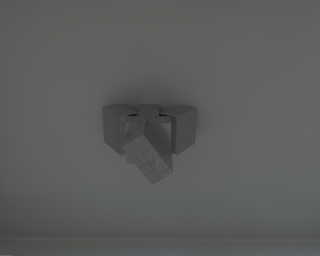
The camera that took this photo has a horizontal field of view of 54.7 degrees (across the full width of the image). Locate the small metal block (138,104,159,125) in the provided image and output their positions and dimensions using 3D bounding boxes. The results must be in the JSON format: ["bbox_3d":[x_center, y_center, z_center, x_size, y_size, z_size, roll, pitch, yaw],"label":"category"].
[{"bbox_3d":[-0.014,0.001,0.396,0.025,0.050,0.050,1,110,0],"label":"small metal block"}]

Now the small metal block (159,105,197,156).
[{"bbox_3d":[0.023,0.002,0.394,0.025,0.050,0.050,14,114,32],"label":"small metal block"}]

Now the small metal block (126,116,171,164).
[{"bbox_3d":[-0.013,0.014,0.360,0.050,0.025,0.050,1,110,-1],"label":"small metal block"}]

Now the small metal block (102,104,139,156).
[{"bbox_3d":[-0.050,0.001,0.393,0.025,0.050,0.050,-12,114,-32],"label":"small metal block"}]

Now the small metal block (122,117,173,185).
[{"bbox_3d":[-0.012,0.023,0.324,0.025,0.050,0.050,-33,107,12],"label":"small metal block"}]
